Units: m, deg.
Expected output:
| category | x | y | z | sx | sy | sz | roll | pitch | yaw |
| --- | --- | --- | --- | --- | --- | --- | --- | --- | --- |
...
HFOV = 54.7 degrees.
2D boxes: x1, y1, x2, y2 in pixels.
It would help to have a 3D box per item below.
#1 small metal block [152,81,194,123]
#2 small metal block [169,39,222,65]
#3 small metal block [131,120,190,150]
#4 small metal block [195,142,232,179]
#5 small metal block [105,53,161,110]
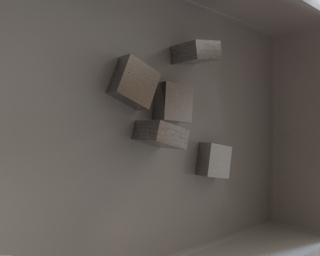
| category | x | y | z | sx | sy | sz | roll | pitch | yaw |
| --- | --- | --- | --- | --- | --- | --- | --- | --- | --- |
| small metal block | 0.018 | -0.034 | 0.421 | 0.050 | 0.025 | 0.050 | 5 | 87 | -40 |
| small metal block | 0.050 | -0.105 | 0.431 | 0.050 | 0.050 | 0.025 | -11 | 97 | -40 |
| small metal block | 0.001 | 0.009 | 0.391 | 0.050 | 0.050 | 0.025 | 19 | 78 | -39 |
| small metal block | 0.083 | 0.050 | 0.476 | 0.050 | 0.025 | 0.050 | 12 | 82 | -39 |
| small metal block | -0.032 | -0.055 | 0.380 | 0.050 | 0.025 | 0.050 | 28 | 72 | -37 |
